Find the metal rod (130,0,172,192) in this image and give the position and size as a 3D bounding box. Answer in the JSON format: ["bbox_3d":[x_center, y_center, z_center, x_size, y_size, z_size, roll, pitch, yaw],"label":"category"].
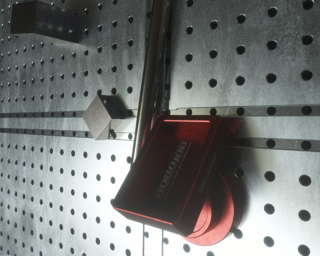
[{"bbox_3d":[-0.015,-0.042,0.419,0.025,0.025,0.298,14,99,39],"label":"metal rod"}]

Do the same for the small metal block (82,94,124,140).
[{"bbox_3d":[-0.089,-0.016,0.480,0.050,0.025,0.050,-48,62,29],"label":"small metal block"}]

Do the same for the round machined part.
[{"bbox_3d":[0.042,0.089,0.362,0.098,0.042,0.097,0,90,39],"label":"round machined part"}]

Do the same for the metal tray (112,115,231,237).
[{"bbox_3d":[0.014,0.044,0.344,0.090,0.030,0.130,2,53,39],"label":"metal tray"}]

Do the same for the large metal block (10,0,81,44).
[{"bbox_3d":[-0.197,-0.179,0.533,0.080,0.081,0.050,12,98,39],"label":"large metal block"}]
